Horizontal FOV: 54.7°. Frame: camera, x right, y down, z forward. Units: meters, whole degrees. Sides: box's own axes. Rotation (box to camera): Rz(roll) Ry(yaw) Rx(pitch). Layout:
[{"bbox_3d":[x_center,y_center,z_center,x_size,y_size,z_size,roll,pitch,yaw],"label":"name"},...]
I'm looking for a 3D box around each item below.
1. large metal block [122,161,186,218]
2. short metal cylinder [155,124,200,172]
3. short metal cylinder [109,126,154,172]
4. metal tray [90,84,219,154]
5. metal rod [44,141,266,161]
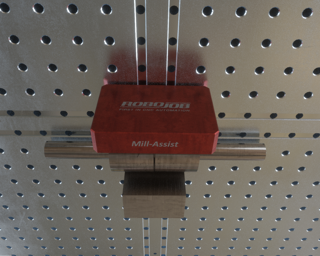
[{"bbox_3d":[-0.008,0.078,0.437,0.081,0.080,0.050,1,130,-1],"label":"large metal block"},{"bbox_3d":[0.020,0.014,0.384,0.050,0.080,0.079,1,130,-1],"label":"short metal cylinder"},{"bbox_3d":[-0.033,0.014,0.384,0.050,0.080,0.079,0,130,-1],"label":"short metal cylinder"},{"bbox_3d":[-0.005,-0.012,0.353,0.131,0.090,0.030,1,130,-1],"label":"metal tray"},{"bbox_3d":[-0.006,0.032,0.434,0.302,0.025,0.025,1,130,-1],"label":"metal rod"}]
